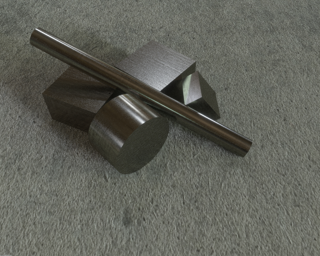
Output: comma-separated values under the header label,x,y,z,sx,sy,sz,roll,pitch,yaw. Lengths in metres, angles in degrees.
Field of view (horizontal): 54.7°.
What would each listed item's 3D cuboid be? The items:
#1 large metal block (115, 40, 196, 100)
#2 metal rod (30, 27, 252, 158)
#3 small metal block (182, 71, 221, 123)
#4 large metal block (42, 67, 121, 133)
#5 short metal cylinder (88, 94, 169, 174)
label,x,y,z,sx,sy,sz,roll,pitch,yaw
large metal block,-0.006,-0.073,0.447,0.080,0.050,0.080,32,57,24
metal rod,-0.024,-0.045,0.389,0.301,0.025,0.025,28,54,2
small metal block,0.056,-0.040,0.420,0.025,0.050,0.050,-26,45,26
large metal block,-0.096,-0.042,0.423,0.080,0.050,0.080,20,53,16
short metal cylinder,-0.035,0.007,0.362,0.080,0.080,0.050,-37,59,-27
